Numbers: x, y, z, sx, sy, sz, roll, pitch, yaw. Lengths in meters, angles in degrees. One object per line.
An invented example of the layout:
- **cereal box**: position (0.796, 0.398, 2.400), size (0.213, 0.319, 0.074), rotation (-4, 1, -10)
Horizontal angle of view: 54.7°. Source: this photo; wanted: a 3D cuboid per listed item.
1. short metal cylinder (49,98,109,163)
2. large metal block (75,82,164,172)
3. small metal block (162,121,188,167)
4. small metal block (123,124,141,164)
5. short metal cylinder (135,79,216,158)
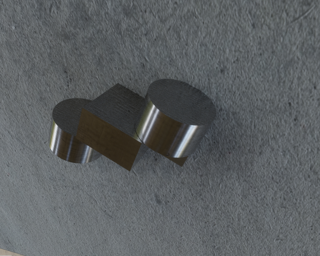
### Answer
- **short metal cylinder**: position (-0.111, 0.003, 0.433), size (0.080, 0.080, 0.050), rotation (31, 128, 8)
- **large metal block**: position (-0.046, -0.004, 0.395), size (0.080, 0.080, 0.050), rotation (31, 128, 8)
- **small metal block**: position (0.021, 0.015, 0.407), size (0.050, 0.025, 0.050), rotation (31, 128, 8)
- **small metal block**: position (-0.047, 0.021, 0.447), size (0.050, 0.025, 0.050), rotation (31, 128, 8)
- **short metal cylinder**: position (0.017, -0.013, 0.356), size (0.080, 0.080, 0.050), rotation (31, 128, 8)
